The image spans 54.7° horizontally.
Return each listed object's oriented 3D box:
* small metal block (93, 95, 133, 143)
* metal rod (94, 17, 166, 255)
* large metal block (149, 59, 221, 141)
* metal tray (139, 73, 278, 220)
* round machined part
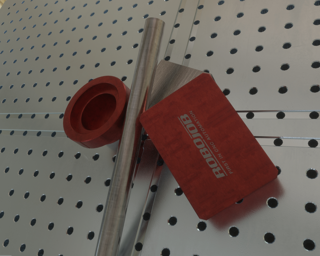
[{"bbox_3d":[-0.069,-0.013,0.449,0.050,0.025,0.050,-20,54,16],"label":"small metal block"},{"bbox_3d":[-0.034,0.015,0.362,0.025,0.025,0.299,6,80,31],"label":"metal rod"},{"bbox_3d":[0.020,-0.033,0.398,0.080,0.050,0.080,25,75,36],"label":"large metal block"},{"bbox_3d":[0.049,0.018,0.331,0.090,0.030,0.130,-34,76,6],"label":"metal tray"},{"bbox_3d":[-0.075,-0.017,0.407,0.098,0.042,0.098,-15,55,23],"label":"round machined part"}]
